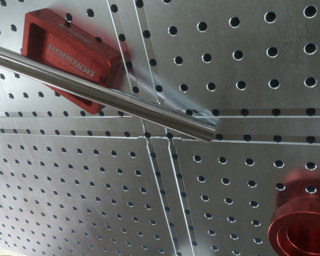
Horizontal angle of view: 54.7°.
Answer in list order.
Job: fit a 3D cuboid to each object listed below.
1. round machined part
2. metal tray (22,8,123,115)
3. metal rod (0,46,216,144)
[{"bbox_3d":[0.187,0.126,0.380,0.098,0.042,0.097,13,124,20],"label":"round machined part"},{"bbox_3d":[-0.122,-0.088,0.415,0.130,0.030,0.089,32,128,7],"label":"metal tray"},{"bbox_3d":[-0.077,-0.044,0.382,0.301,0.025,0.025,20,127,0],"label":"metal rod"}]
